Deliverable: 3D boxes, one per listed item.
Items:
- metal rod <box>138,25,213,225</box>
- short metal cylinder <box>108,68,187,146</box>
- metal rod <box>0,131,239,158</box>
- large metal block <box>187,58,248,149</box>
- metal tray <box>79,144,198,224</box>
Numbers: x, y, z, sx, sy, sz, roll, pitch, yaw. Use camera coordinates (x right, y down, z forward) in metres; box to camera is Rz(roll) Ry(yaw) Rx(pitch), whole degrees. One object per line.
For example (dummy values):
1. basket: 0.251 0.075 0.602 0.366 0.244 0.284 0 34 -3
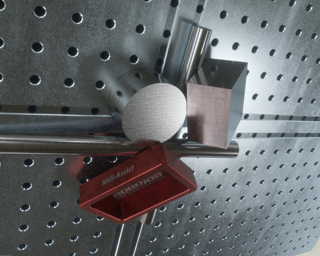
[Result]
1. metal rod: 0.014 0.013 0.426 0.025 0.025 0.298 1 118 -29
2. short metal cylinder: -0.015 -0.026 0.370 0.081 0.050 0.079 -14 124 -21
3. metal rod: -0.034 0.023 0.385 0.302 0.025 0.025 3 117 -22
4. large metal block: 0.072 -0.033 0.388 0.080 0.050 0.079 -50 145 -48
5. metal tray: -0.028 0.079 0.408 0.130 0.030 0.090 -29 138 17
